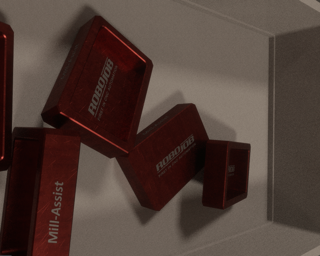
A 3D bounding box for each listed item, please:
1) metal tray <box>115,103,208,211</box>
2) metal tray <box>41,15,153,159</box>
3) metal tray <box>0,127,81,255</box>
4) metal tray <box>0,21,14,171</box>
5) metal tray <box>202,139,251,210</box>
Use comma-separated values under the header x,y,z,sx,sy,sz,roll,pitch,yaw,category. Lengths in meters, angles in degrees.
x,y,z,sx,sy,sz,roll,pitch,yaw,category
0.012,0.035,0.416,0.131,0.030,0.090,-38,114,-34,metal tray
-0.058,-0.044,0.331,0.090,0.030,0.130,36,51,-34,metal tray
-0.109,0.065,0.273,0.030,0.090,0.129,8,85,-40,metal tray
-0.161,-0.028,0.241,0.090,0.030,0.129,2,88,-71,metal tray
0.103,0.065,0.462,0.131,0.030,0.089,9,85,-61,metal tray
